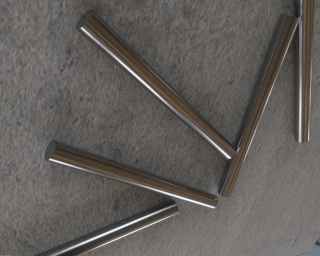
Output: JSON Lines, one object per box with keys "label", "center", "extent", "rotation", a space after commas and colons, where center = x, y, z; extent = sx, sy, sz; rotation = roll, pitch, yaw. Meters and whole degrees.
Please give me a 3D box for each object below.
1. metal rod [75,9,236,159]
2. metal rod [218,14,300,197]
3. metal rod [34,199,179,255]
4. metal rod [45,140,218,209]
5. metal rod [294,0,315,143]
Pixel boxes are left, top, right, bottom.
{"label": "metal rod", "center": [0.018, -0.034, 0.397], "extent": [0.025, 0.025, 0.301], "rotation": [-48, 130, 5]}
{"label": "metal rod", "center": [0.143, -0.018, 0.476], "extent": [0.025, 0.025, 0.298], "rotation": [-2, 119, -28]}
{"label": "metal rod", "center": [-0.112, 0.171, 0.452], "extent": [0.302, 0.025, 0.025], "rotation": [-18, 126, -19]}
{"label": "metal rod", "center": [-0.018, 0.077, 0.446], "extent": [0.301, 0.025, 0.025], "rotation": [25, 105, -37]}
{"label": "metal rod", "center": [0.218, -0.093, 0.471], "extent": [0.025, 0.025, 0.299], "rotation": [-28, 128, -11]}
